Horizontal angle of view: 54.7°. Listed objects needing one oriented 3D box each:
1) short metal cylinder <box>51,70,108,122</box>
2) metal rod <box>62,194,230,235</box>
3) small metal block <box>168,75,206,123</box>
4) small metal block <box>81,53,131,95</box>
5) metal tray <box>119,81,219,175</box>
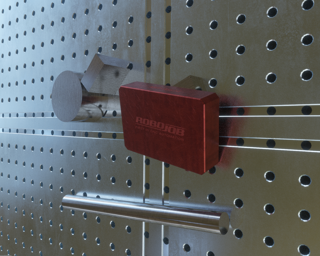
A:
[{"bbox_3d":[-0.129,-0.049,0.496,0.080,0.050,0.079,0,90,39],"label":"short metal cylinder"},{"bbox_3d":[-0.043,0.118,0.442,0.300,0.025,0.025,-5,87,39],"label":"metal rod"},{"bbox_3d":[0.033,-0.030,0.381,0.050,0.025,0.050,-29,72,36],"label":"small metal block"},{"bbox_3d":[-0.080,-0.078,0.457,0.025,0.050,0.050,51,120,27],"label":"small metal block"},{"bbox_3d":[0.008,-0.004,0.380,0.130,0.030,0.089,14,117,38],"label":"metal tray"}]
